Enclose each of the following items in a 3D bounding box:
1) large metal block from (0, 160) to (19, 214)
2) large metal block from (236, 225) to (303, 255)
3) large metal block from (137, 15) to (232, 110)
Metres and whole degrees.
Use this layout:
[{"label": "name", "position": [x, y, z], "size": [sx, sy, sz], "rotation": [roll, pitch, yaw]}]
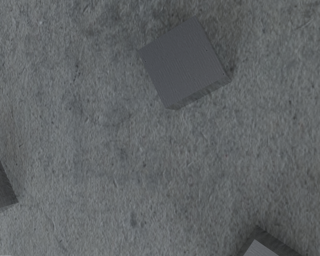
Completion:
[{"label": "large metal block", "position": [-0.289, 0.106, 0.495], "size": [0.080, 0.050, 0.080], "rotation": [-31, 80, 17]}, {"label": "large metal block", "position": [0.123, 0.174, 0.352], "size": [0.080, 0.050, 0.080], "rotation": [32, 100, 16]}, {"label": "large metal block", "position": [0.032, -0.076, 0.384], "size": [0.080, 0.050, 0.080], "rotation": [-27, 81, 17]}]
